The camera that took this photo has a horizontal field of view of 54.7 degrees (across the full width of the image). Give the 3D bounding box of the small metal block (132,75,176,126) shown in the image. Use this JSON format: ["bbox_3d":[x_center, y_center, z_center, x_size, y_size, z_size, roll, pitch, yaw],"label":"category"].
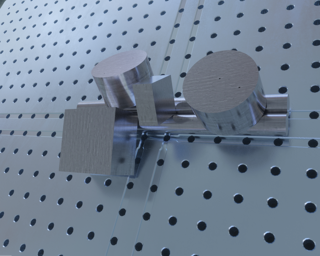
[{"bbox_3d":[-0.005,-0.034,0.375,0.025,0.050,0.050,1,20,28],"label":"small metal block"}]

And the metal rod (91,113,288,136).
[{"bbox_3d":[0.005,-0.006,0.405,0.300,0.025,0.025,1,62,28],"label":"metal rod"}]

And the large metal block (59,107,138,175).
[{"bbox_3d":[-0.078,0.018,0.400,0.080,0.050,0.080,-1,82,28],"label":"large metal block"}]

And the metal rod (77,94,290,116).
[{"bbox_3d":[0.011,-0.028,0.415,0.300,0.025,0.025,1,62,28],"label":"metal rod"}]

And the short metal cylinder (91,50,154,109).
[{"bbox_3d":[-0.049,-0.070,0.438,0.080,0.050,0.080,-13,33,9],"label":"short metal cylinder"}]

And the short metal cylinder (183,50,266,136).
[{"bbox_3d":[0.072,-0.038,0.341,0.080,0.050,0.080,-13,56,21],"label":"short metal cylinder"}]
